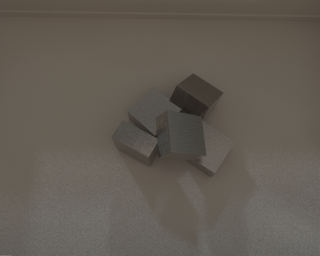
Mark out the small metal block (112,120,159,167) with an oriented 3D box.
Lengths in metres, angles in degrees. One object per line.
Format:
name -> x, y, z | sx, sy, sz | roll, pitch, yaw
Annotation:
small metal block -> -0.029, 0.020, 0.386 | 0.050, 0.050, 0.025 | 28, 73, 9

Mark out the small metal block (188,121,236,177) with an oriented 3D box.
small metal block -> 0.060, 0.027, 0.399 | 0.050, 0.025, 0.050 | 34, 73, 11

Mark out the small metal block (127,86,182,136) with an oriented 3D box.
small metal block -> -0.007, -0.019, 0.414 | 0.050, 0.025, 0.050 | 42, 75, 13

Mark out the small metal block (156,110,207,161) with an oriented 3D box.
small metal block -> 0.025, 0.010, 0.366 | 0.050, 0.025, 0.050 | 9, 66, -32

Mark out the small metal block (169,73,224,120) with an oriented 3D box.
small metal block -> 0.049, -0.042, 0.412 | 0.050, 0.025, 0.050 | 35, 41, 11
